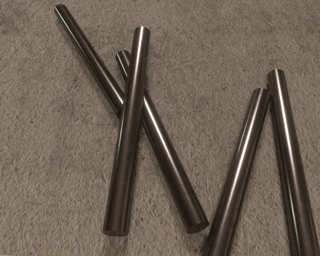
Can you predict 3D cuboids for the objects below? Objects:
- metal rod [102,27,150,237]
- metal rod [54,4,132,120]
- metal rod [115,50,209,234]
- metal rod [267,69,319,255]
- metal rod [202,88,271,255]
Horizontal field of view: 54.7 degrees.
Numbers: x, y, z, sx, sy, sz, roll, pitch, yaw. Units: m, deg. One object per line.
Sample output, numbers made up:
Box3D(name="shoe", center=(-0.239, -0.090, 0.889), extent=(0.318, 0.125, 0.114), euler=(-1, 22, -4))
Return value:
Box3D(name="metal rod", center=(-0.036, -0.019, 0.393), extent=(0.025, 0.025, 0.300), euler=(3, 58, 2))
Box3D(name="metal rod", center=(-0.117, -0.121, 0.503), extent=(0.025, 0.025, 0.300), euler=(-22, 54, -18))
Box3D(name="metal rod", center=(-0.010, -0.006, 0.407), extent=(0.025, 0.025, 0.299), euler=(-15, 52, -12))
Box3D(name="metal rod", center=(0.158, 0.033, 0.376), extent=(0.025, 0.025, 0.300), euler=(6, 50, 4))
Box3D(name="metal rod", center=(0.089, 0.058, 0.355), extent=(0.025, 0.025, 0.301), euler=(18, 52, 14))
